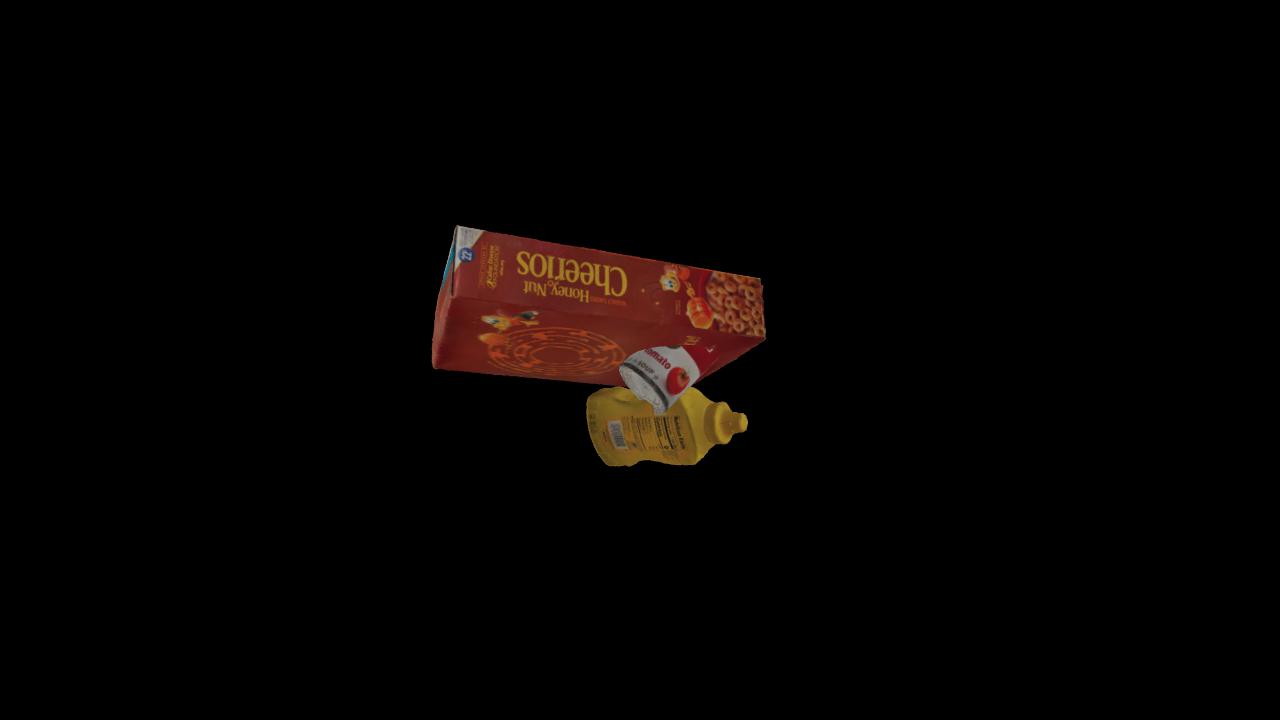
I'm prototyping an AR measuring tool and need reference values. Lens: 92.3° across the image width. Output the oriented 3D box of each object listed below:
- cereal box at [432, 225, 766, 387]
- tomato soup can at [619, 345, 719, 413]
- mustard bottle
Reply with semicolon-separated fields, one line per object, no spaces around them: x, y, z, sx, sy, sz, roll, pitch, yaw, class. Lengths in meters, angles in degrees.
-0.052;-0.038;0.644;0.306;0.081;0.203;7;-21;-20;cereal box
0.035;-0.003;0.631;0.101;0.068;0.068;-44;15;-16;tomato soup can
0.030;0.070;0.655;0.184;0.092;0.054;-7;9;36;mustard bottle
